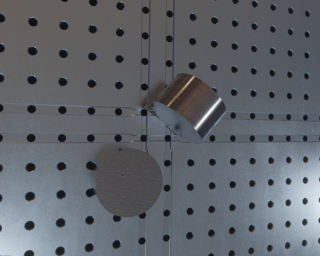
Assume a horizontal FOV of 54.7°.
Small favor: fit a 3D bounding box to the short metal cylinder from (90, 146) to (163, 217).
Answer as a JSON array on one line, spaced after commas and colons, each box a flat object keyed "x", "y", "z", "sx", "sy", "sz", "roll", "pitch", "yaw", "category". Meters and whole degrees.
[{"x": -0.043, "y": 0.064, "z": 0.383, "sx": 0.081, "sy": 0.050, "sz": 0.079, "roll": 0, "pitch": 90, "yaw": -20, "category": "short metal cylinder"}]

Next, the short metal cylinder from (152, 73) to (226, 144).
[{"x": 0.036, "y": -0.024, "z": 0.397, "sx": 0.080, "sy": 0.080, "sz": 0.050, "roll": 44, "pitch": 76, "yaw": -15, "category": "short metal cylinder"}]
